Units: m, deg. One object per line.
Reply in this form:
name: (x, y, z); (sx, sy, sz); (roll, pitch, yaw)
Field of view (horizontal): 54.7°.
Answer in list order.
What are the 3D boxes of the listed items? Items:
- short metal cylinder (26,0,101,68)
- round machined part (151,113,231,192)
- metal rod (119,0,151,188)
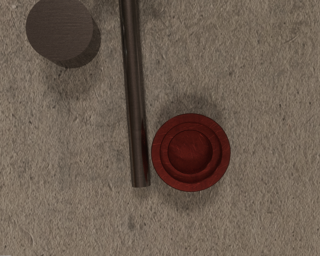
short metal cylinder: (-0.121, -0.121, 0.396); (0.081, 0.050, 0.079); (0, 90, -1)
round machined part: (0.038, 0.030, 0.402); (0.099, 0.042, 0.097); (0, 90, -1)
metal rod: (-0.035, -0.072, 0.409); (0.025, 0.025, 0.298); (-4, 90, -1)
